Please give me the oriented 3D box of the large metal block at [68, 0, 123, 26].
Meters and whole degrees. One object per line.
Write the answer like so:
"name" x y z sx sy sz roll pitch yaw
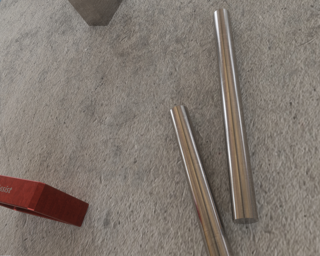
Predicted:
"large metal block" -0.122 -0.252 0.585 0.050 0.080 0.080 12 68 33

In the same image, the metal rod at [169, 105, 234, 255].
"metal rod" 0.052 0.097 0.315 0.025 0.025 0.299 -23 53 14

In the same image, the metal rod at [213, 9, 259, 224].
"metal rod" 0.087 -0.037 0.380 0.025 0.025 0.299 -12 57 21

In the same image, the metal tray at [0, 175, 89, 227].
"metal tray" -0.169 0.090 0.393 0.130 0.090 0.030 2 63 29
